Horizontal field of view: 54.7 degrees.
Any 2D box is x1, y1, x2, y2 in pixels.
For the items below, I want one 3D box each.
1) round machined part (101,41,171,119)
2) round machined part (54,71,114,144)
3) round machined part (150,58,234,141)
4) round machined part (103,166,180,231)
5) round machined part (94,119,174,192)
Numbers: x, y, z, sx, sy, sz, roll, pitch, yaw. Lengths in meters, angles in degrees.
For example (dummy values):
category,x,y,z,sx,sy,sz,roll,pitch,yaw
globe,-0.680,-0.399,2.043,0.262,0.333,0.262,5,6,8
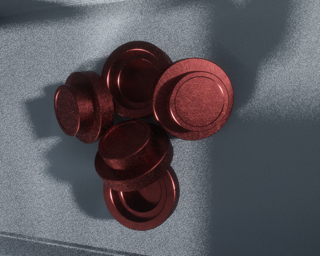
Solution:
category,x,y,z,sx,sy,sz,roll,pitch,yaw
round machined part,-0.024,-0.061,0.407,0.098,0.042,0.097,0,90,20
round machined part,-0.107,-0.026,0.414,0.098,0.042,0.097,17,113,44
round machined part,0.040,-0.033,0.361,0.099,0.042,0.097,-2,101,-10
round machined part,-0.021,0.080,0.406,0.098,0.042,0.097,0,90,20
round machined part,-0.036,0.026,0.382,0.098,0.098,0.042,-7,132,20
